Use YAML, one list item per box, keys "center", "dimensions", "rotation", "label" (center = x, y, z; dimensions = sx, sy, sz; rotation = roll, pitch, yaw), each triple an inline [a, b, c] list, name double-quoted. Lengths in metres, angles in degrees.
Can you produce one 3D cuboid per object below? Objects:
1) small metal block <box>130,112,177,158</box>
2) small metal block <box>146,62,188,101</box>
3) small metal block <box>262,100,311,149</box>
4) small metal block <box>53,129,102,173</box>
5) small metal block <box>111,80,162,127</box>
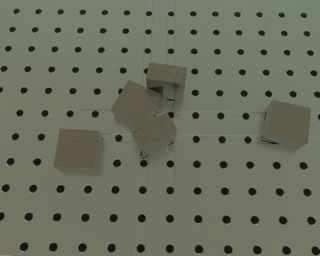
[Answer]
- center: [-0.008, 0.010, 0.395]
  dimensions: [0.050, 0.050, 0.025]
  rotation: [-26, 72, -9]
  label: "small metal block"
- center: [0.009, -0.062, 0.421]
  dimensions: [0.050, 0.050, 0.025]
  rotation: [9, 70, 3]
  label: "small metal block"
- center: [0.169, -0.005, 0.415]
  dimensions: [0.050, 0.025, 0.050]
  rotation: [13, 70, 4]
  label: "small metal block"
- center: [-0.105, 0.030, 0.400]
  dimensions: [0.050, 0.025, 0.050]
  rotation: [3, 70, 1]
  label: "small metal block"
- center: [-0.031, -0.030, 0.423]
  dimensions: [0.050, 0.025, 0.050]
  rotation: [25, 72, 9]
  label: "small metal block"
